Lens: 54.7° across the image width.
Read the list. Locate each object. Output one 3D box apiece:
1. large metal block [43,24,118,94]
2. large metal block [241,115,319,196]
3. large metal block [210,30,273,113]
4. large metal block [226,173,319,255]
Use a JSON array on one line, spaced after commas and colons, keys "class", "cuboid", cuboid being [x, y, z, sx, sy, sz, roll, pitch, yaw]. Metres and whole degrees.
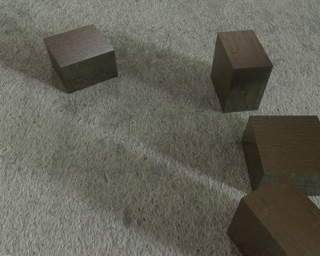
[{"class": "large metal block", "cuboid": [-0.121, -0.108, 0.477, 0.081, 0.050, 0.080, -24, 54, -19]}, {"class": "large metal block", "cuboid": [0.147, 0.032, 0.361, 0.081, 0.050, 0.080, 0, 50, 0]}, {"class": "large metal block", "cuboid": [0.110, -0.079, 0.434, 0.050, 0.080, 0.080, -6, 50, -5]}, {"class": "large metal block", "cuboid": [0.112, 0.102, 0.282, 0.050, 0.080, 0.080, -24, 54, -18]}]
